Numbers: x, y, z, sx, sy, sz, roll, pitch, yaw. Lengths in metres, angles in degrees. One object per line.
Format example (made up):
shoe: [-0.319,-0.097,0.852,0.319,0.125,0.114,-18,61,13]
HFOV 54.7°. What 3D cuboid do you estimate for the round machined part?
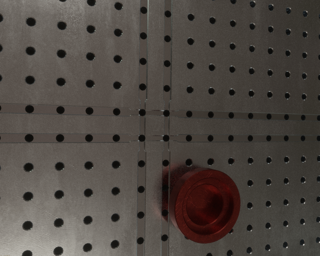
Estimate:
round machined part: [0.057,0.103,0.426,0.099,0.042,0.097,0,90,-21]
